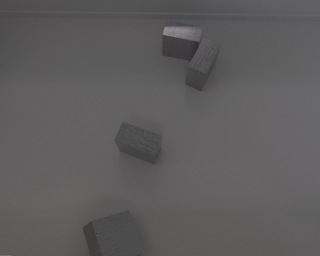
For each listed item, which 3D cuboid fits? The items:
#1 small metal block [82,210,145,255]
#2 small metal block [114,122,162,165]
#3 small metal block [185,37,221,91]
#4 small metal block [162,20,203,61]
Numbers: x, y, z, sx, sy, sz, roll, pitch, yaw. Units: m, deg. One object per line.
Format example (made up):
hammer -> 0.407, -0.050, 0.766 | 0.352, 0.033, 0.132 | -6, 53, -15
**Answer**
small metal block -> -0.052, 0.126, 0.349 | 0.050, 0.025, 0.050 | -4, 62, -42
small metal block -> -0.026, 0.020, 0.389 | 0.050, 0.050, 0.025 | 20, 72, 7
small metal block -> 0.059, -0.087, 0.428 | 0.025, 0.050, 0.050 | 26, 72, 9
small metal block -> 0.031, -0.123, 0.441 | 0.050, 0.050, 0.025 | 12, 71, 4
